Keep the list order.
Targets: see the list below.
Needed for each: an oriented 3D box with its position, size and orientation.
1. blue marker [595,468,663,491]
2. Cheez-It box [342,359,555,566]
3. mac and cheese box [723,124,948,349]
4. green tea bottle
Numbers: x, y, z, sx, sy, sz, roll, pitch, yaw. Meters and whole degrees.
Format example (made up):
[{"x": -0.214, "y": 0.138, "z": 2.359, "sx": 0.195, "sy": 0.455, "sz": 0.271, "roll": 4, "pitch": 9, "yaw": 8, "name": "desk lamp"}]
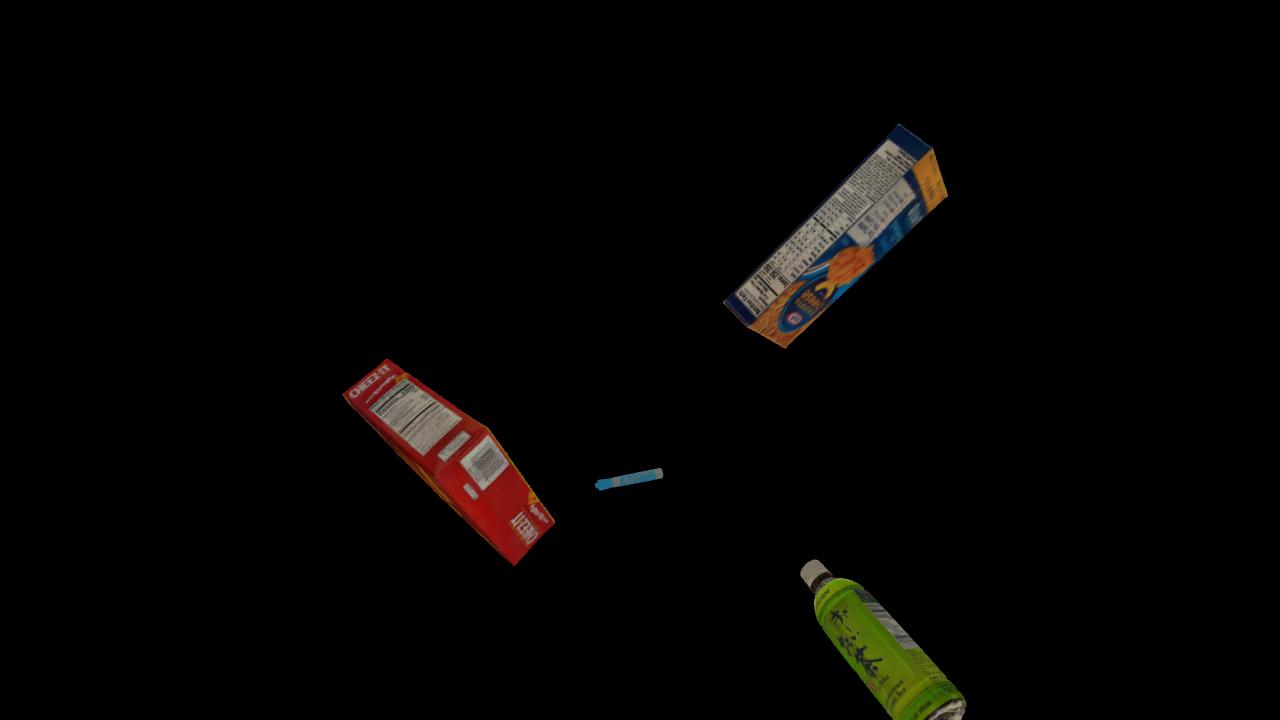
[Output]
[{"x": -0.019, "y": 0.206, "z": 1.060, "sx": 0.121, "sy": 0.020, "sz": 0.020, "roll": -7, "pitch": 3, "yaw": -21, "name": "blue marker"}, {"x": -0.209, "y": 0.105, "z": 0.668, "sx": 0.223, "sy": 0.166, "sz": 0.071, "roll": 24, "pitch": 59, "yaw": 41, "name": "Cheez-It box"}, {"x": 0.161, "y": -0.092, "z": 0.504, "sx": 0.184, "sy": 0.041, "sz": 0.093, "roll": -46, "pitch": -28, "yaw": 17, "name": "mac and cheese box"}, {"x": 0.253, "y": 0.306, "z": 0.679, "sx": 0.073, "sy": 0.073, "sz": 0.212, "roll": 0, "pitch": 27, "yaw": -23, "name": "green tea bottle"}]
